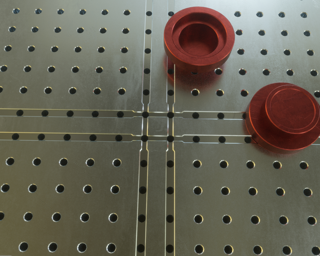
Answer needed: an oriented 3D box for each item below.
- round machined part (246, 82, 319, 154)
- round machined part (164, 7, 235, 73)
[{"bbox_3d":[0.168,-0.018,0.410,0.099,0.042,0.098,0,70,0],"label":"round machined part"},{"bbox_3d":[0.055,-0.122,0.448,0.099,0.042,0.098,0,70,0],"label":"round machined part"}]
